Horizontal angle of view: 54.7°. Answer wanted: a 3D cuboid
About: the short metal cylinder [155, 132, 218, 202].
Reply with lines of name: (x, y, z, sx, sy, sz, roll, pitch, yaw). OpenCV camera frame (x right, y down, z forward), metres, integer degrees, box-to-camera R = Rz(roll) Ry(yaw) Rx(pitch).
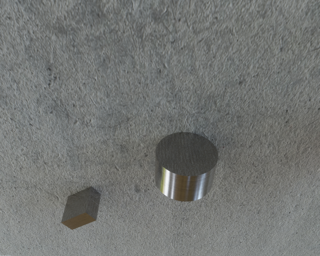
short metal cylinder: (0.034, 0.050, 0.414, 0.081, 0.080, 0.050, 1, 130, -1)

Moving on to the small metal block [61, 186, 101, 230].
small metal block: (-0.126, 0.129, 0.499, 0.050, 0.050, 0.025, -26, 126, 20)
